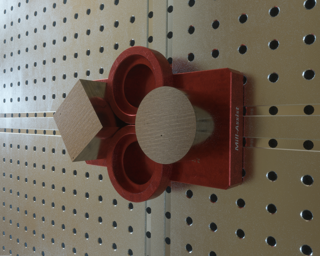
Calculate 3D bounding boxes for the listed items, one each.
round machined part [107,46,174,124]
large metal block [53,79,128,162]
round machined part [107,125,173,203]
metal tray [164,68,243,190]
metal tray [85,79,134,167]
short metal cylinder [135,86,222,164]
[{"bbox_3d":[-0.020,-0.054,0.403,0.098,0.042,0.097,0,90,40],"label":"round machined part"},{"bbox_3d":[-0.097,-0.010,0.434,0.080,0.050,0.080,-44,64,31],"label":"large metal block"},{"bbox_3d":[-0.021,0.044,0.404,0.098,0.042,0.097,0,90,40],"label":"round machined part"},{"bbox_3d":[0.049,0.000,0.363,0.090,0.030,0.129,1,91,40],"label":"metal tray"},{"bbox_3d":[-0.072,-0.008,0.465,0.090,0.030,0.129,1,91,38],"label":"metal tray"},{"bbox_3d":[0.020,-0.003,0.337,0.080,0.050,0.079,0,90,40],"label":"short metal cylinder"}]
